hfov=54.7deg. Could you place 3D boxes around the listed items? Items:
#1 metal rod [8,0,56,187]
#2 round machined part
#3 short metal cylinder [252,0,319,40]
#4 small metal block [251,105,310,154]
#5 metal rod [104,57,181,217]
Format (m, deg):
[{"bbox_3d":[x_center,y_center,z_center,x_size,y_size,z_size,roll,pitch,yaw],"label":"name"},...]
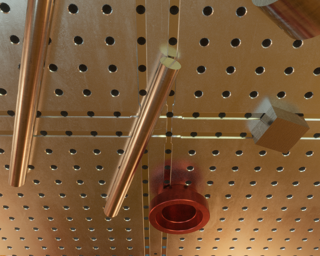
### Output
[{"bbox_3d":[-0.167,-0.025,0.388,0.025,0.025,0.298,16,128,-14],"label":"metal rod"},{"bbox_3d":[0.031,0.131,0.512,0.099,0.042,0.097,0,130,0],"label":"round machined part"},{"bbox_3d":[0.129,-0.125,0.270,0.050,0.080,0.080,31,124,-23],"label":"short metal cylinder"},{"bbox_3d":[0.160,0.003,0.416,0.050,0.025,0.050,17,128,-14],"label":"small metal block"},{"bbox_3d":[-0.036,0.035,0.440,0.025,0.025,0.298,14,129,-12],"label":"metal rod"}]
